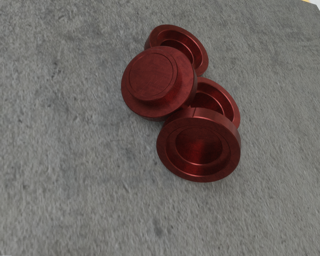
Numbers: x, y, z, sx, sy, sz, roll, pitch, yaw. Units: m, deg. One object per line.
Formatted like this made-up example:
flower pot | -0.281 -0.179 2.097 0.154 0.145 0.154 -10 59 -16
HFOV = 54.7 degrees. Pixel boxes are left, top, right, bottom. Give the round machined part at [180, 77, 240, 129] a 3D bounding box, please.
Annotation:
round machined part | 0.061 -0.022 0.438 0.099 0.042 0.098 16 51 -21

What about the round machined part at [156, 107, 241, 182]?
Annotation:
round machined part | 0.048 0.016 0.377 0.098 0.097 0.042 33 36 -7

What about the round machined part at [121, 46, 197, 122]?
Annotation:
round machined part | -0.005 -0.060 0.392 0.098 0.098 0.042 68 11 20

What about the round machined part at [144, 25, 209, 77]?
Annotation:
round machined part | 0.021 -0.106 0.471 0.099 0.042 0.098 14 56 -21
